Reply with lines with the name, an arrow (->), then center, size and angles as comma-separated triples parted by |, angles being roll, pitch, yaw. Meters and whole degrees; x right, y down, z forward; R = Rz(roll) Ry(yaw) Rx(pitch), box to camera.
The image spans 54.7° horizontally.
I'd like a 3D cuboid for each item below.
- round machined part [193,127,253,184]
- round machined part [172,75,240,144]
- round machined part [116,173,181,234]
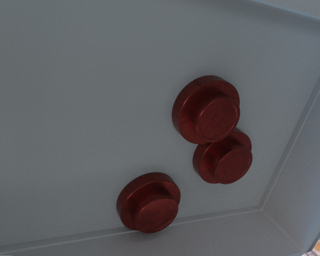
round machined part -> 0.104, 0.049, 0.485 | 0.099, 0.042, 0.097 | -14, 124, -21
round machined part -> 0.069, -0.019, 0.424 | 0.099, 0.042, 0.097 | -14, 124, -21
round machined part -> -0.012, 0.118, 0.464 | 0.099, 0.042, 0.097 | -14, 124, -21
